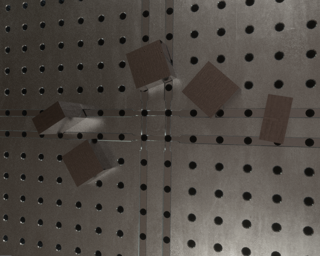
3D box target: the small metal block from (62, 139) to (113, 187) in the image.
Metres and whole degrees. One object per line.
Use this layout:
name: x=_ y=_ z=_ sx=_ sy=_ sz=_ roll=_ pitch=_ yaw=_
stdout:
small metal block: x=-0.106 y=0.050 z=0.449 sx=0.050 sy=0.025 sz=0.050 roll=-33 pitch=80 yaw=16

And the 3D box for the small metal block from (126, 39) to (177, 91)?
small metal block: x=-0.012 y=-0.083 z=0.416 sx=0.050 sy=0.025 sz=0.050 roll=-19 pitch=84 yaw=18

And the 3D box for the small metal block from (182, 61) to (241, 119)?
small metal block: x=0.065 y=-0.047 z=0.389 sx=0.050 sy=0.025 sz=0.050 roll=45 pitch=103 yaw=14

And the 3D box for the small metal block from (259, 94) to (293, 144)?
small metal block: x=0.132 y=-0.010 z=0.353 sx=0.025 sy=0.050 sz=0.050 roll=12 pitch=94 yaw=19

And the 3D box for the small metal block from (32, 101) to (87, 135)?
small metal block: x=-0.145 y=-0.014 z=0.449 sx=0.050 sy=0.050 sz=0.025 roll=-30 pitch=81 yaw=17
